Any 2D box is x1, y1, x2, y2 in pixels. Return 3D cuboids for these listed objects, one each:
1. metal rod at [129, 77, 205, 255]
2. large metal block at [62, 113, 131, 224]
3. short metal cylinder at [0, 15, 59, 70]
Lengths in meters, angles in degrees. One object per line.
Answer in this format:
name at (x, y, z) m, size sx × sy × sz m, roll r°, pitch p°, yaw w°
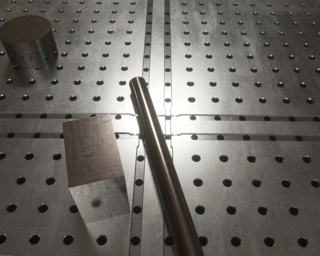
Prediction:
metal rod at (0.003, 0.044, 0.370) m, size 0.025 × 0.025 × 0.300 m, roll -11°, pitch 51°, yaw -10°
large metal block at (-0.067, 0.044, 0.334) m, size 0.050 × 0.080 × 0.080 m, roll -12°, pitch 51°, yaw -10°
short metal cylinder at (-0.213, -0.141, 0.507) m, size 0.081 × 0.050 × 0.080 m, roll 0°, pitch 50°, yaw 0°
